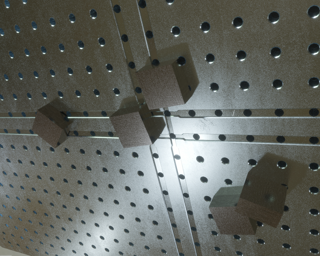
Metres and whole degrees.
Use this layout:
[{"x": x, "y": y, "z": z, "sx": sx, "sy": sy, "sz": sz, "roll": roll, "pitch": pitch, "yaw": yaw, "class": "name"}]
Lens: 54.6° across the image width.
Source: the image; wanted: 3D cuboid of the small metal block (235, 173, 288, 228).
[{"x": 0.126, "y": 0.088, "z": 0.383, "sx": 0.050, "sy": 0.050, "sz": 0.025, "roll": 19, "pitch": 126, "yaw": 17, "class": "small metal block"}]

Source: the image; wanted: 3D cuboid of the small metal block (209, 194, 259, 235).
[{"x": 0.103, "y": 0.121, "z": 0.432, "sx": 0.050, "sy": 0.025, "sz": 0.050, "roll": -12, "pitch": 112, "yaw": 33, "class": "small metal block"}]

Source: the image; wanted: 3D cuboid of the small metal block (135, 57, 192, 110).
[{"x": 0.005, "y": -0.053, "z": 0.376, "sx": 0.050, "sy": 0.025, "sz": 0.050, "roll": -7, "pitch": 115, "yaw": 31, "class": "small metal block"}]

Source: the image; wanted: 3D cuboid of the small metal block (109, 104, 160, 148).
[{"x": -0.035, "y": -0.002, "z": 0.429, "sx": 0.050, "sy": 0.025, "sz": 0.050, "roll": -9, "pitch": 114, "yaw": 32, "class": "small metal block"}]

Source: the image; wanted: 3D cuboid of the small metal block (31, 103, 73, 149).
[{"x": -0.175, "y": -0.003, "z": 0.503, "sx": 0.050, "sy": 0.025, "sz": 0.050, "roll": 38, "pitch": 129, "yaw": 3, "class": "small metal block"}]
